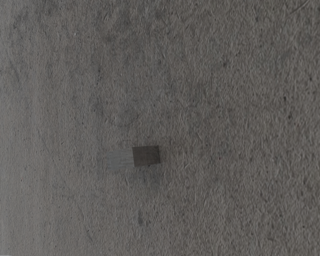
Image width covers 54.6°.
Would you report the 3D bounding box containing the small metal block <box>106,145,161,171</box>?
[{"bbox_3d":[-0.036,0.040,0.419,0.050,0.050,0.025,-13,82,39],"label":"small metal block"}]
